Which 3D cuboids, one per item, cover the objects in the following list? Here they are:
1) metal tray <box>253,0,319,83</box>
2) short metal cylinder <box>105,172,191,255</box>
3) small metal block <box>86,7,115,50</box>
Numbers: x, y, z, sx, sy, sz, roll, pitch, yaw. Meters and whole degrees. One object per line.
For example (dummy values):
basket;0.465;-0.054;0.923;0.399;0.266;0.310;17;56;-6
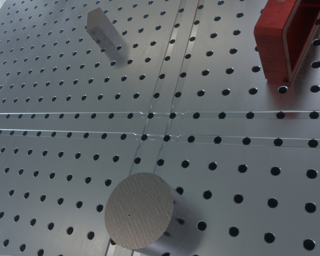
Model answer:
metal tray;0.156;-0.131;0.364;0.030;0.090;0.130;18;71;35
short metal cylinder;-0.013;0.095;0.340;0.080;0.050;0.080;-13;56;21
small metal block;-0.106;-0.178;0.557;0.025;0.050;0.050;-18;55;18
